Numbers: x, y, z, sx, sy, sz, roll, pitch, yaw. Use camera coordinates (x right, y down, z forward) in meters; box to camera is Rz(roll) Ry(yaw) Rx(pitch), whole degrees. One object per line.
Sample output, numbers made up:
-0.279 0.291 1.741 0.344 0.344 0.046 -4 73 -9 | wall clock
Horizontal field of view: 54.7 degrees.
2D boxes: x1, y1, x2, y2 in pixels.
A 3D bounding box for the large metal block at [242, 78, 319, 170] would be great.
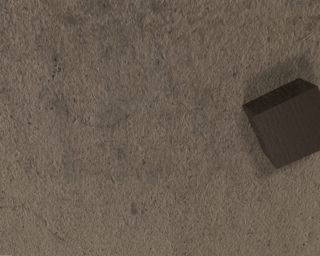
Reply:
0.164 -0.006 0.397 0.080 0.050 0.080 -26 108 9 | large metal block
